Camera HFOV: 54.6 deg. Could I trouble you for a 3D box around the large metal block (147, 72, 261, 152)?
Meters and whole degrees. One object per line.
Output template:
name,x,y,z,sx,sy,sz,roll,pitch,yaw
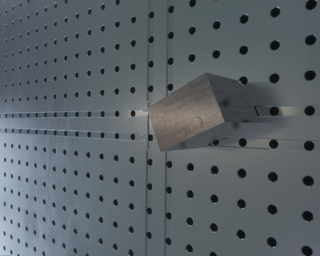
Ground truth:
large metal block,0.048,-0.014,0.335,0.080,0.081,0.050,-28,73,36
